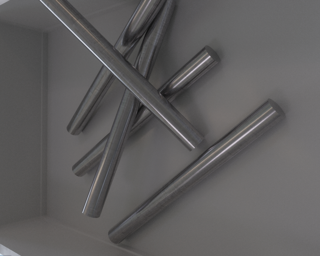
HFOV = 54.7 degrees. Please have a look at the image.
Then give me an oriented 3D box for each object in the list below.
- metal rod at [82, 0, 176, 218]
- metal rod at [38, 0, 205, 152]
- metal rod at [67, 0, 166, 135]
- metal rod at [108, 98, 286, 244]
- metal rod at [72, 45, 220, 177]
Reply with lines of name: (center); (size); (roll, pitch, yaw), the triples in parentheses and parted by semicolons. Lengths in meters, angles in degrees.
metal rod: (-0.042, -0.025, 0.408); (0.025, 0.025, 0.298); (22, 94, 38)
metal rod: (-0.061, -0.086, 0.377); (0.300, 0.025, 0.025); (45, 120, 2)
metal rod: (-0.068, -0.085, 0.437); (0.298, 0.025, 0.025); (-48, 61, 38)
metal rod: (0.025, 0.070, 0.385); (0.299, 0.025, 0.025); (-45, 63, 31)
metal rod: (-0.038, -0.007, 0.437); (0.299, 0.025, 0.025); (-38, 67, 33)
